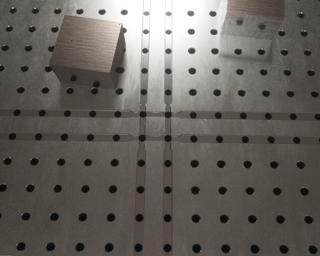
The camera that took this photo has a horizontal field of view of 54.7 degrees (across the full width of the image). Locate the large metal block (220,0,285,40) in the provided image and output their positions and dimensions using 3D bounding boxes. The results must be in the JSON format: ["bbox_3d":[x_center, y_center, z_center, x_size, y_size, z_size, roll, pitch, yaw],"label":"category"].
[{"bbox_3d":[0.138,-0.186,0.468,0.080,0.050,0.080,7,70,2],"label":"large metal block"}]

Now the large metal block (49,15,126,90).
[{"bbox_3d":[-0.098,-0.105,0.436,0.080,0.050,0.080,8,70,2],"label":"large metal block"}]
